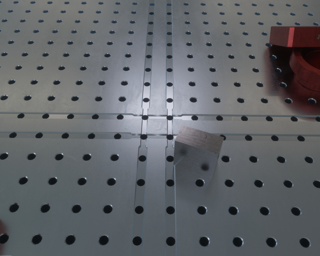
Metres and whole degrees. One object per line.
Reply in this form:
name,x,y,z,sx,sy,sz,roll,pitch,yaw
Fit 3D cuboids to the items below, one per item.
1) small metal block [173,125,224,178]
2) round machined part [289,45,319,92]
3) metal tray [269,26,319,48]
small metal block,0.045,0.028,0.368,0.050,0.050,0.025,17,52,13
round machined part,0.250,-0.093,0.477,0.099,0.042,0.098,0,50,0
metal tray,0.258,-0.150,0.504,0.131,0.030,0.090,-1,19,-1
